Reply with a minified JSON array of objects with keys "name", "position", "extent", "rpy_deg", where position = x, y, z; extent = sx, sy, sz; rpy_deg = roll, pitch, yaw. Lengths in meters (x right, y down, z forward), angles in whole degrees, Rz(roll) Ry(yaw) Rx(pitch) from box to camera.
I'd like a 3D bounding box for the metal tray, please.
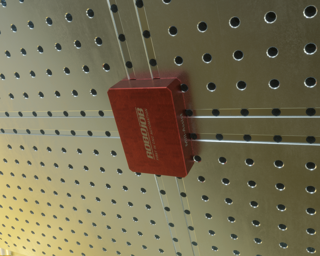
[{"name":"metal tray","position":[-0.010,0.001,0.412],"extent":[0.090,0.030,0.129],"rpy_deg":[2,120,27]}]
